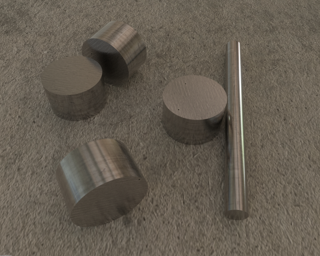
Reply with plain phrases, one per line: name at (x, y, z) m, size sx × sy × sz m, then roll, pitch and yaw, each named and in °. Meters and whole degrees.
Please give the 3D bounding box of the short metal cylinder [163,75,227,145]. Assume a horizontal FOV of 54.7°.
short metal cylinder at (0.044, -0.024, 0.408) m, size 0.081 × 0.050 × 0.080 m, roll 0°, pitch 50°, yaw 0°

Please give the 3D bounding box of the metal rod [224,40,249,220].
metal rod at (0.101, -0.022, 0.422) m, size 0.025 × 0.025 × 0.300 m, roll 6°, pitch 50°, yaw 5°

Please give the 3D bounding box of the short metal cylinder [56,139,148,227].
short metal cylinder at (-0.060, 0.057, 0.319) m, size 0.081 × 0.080 × 0.050 m, roll -22°, pitch 54°, yaw -17°

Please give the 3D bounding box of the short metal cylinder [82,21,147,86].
short metal cylinder at (-0.067, -0.110, 0.459) m, size 0.080 × 0.080 × 0.050 m, roll 23°, pitch 54°, yaw 18°

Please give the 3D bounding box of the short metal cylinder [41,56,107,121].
short metal cylinder at (-0.118, -0.056, 0.433) m, size 0.081 × 0.050 × 0.080 m, roll 0°, pitch 50°, yaw 0°
